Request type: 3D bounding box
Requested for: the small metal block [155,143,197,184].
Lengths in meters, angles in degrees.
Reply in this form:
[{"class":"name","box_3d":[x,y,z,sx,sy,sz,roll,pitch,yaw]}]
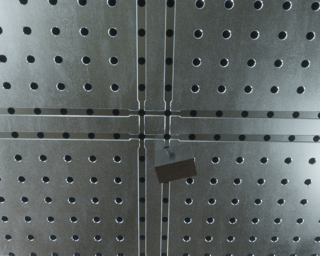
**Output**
[{"class":"small metal block","box_3d":[0.020,0.046,0.418,0.050,0.050,0.025,-13,110,4]}]
